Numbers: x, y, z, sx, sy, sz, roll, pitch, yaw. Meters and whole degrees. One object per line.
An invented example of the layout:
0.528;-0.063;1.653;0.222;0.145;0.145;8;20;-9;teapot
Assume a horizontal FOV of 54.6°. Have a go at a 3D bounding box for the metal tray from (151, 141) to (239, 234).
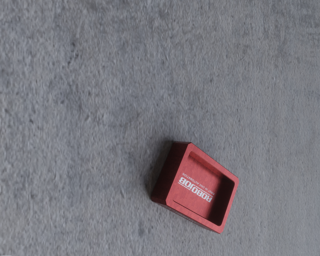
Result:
0.056;0.087;0.446;0.130;0.030;0.090;37;68;-34;metal tray
